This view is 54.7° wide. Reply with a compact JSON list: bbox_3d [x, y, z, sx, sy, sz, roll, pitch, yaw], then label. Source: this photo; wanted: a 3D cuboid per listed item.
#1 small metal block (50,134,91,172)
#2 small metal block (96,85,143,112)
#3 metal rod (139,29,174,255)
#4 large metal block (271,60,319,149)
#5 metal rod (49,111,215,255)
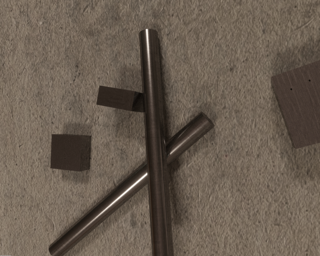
[{"bbox_3d":[-0.131,0.035,0.453,0.050,0.025,0.050,3,91,19],"label":"small metal block"},{"bbox_3d":[-0.048,-0.038,0.411,0.050,0.050,0.025,11,94,19],"label":"small metal block"},{"bbox_3d":[-0.005,0.020,0.385,0.025,0.025,0.298,-8,78,19],"label":"metal rod"},{"bbox_3d":[0.173,-0.028,0.335,0.080,0.050,0.080,-18,84,18],"label":"large metal block"},{"bbox_3d":[-0.048,0.086,0.424,0.299,0.025,0.025,-42,77,14],"label":"metal rod"}]
